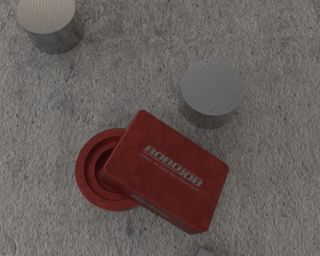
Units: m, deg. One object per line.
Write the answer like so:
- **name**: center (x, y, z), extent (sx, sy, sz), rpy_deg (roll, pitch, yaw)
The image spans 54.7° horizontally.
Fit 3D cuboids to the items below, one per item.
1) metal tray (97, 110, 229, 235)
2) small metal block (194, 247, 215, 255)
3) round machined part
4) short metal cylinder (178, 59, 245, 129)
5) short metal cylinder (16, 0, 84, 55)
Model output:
- **metal tray**: center (0.008, 0.050, 0.355), extent (0.130, 0.030, 0.090), rpy_deg (33, 57, -8)
- **small metal block**: center (0.055, 0.170, 0.347), extent (0.050, 0.025, 0.050), rpy_deg (29, 72, 10)
- **round machined part**: center (-0.049, 0.053, 0.380), extent (0.099, 0.042, 0.098), rpy_deg (0, 70, 0)
- **short metal cylinder**: center (0.066, -0.044, 0.412), extent (0.081, 0.050, 0.080), rpy_deg (0, 70, 0)
- **short metal cylinder**: center (-0.157, -0.155, 0.450), extent (0.081, 0.050, 0.080), rpy_deg (0, 70, 0)
